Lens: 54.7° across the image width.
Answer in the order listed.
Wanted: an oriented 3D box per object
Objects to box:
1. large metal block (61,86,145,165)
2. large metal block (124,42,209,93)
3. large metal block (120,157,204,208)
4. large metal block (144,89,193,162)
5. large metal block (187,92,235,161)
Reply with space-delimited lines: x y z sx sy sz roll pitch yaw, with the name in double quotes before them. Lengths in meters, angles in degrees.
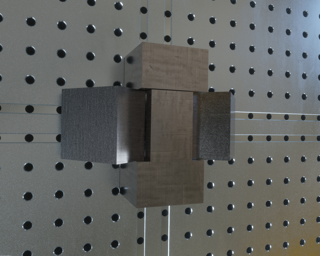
"large metal block" -0.065 -0.004 0.353 0.050 0.080 0.079 0 91 -60
"large metal block" 0.005 -0.068 0.385 0.081 0.080 0.050 1 90 -20
"large metal block" -0.001 0.061 0.383 0.081 0.080 0.050 1 90 -20
"large metal block" 0.000 -0.002 0.383 0.050 0.080 0.079 1 90 -20
"large metal block" 0.069 -0.002 0.401 0.050 0.080 0.079 1 89 17
